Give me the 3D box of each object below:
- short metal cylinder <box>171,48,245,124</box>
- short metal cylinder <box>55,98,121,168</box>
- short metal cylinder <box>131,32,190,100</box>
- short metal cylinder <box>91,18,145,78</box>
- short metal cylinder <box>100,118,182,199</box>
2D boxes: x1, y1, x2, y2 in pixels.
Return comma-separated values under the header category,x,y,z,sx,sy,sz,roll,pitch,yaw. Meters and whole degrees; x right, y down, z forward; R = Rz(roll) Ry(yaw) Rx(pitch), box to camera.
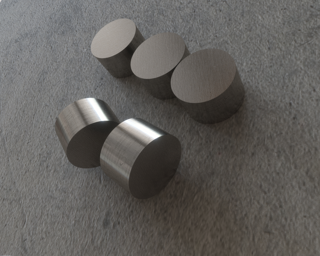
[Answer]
category,x,y,z,sx,sy,sz,roll,pitch,yaw
short metal cylinder,0.060,-0.052,0.387,0.080,0.050,0.080,-13,56,20
short metal cylinder,-0.091,0.007,0.410,0.080,0.080,0.050,-40,51,1
short metal cylinder,0.006,-0.087,0.437,0.080,0.050,0.080,-13,56,20
short metal cylinder,-0.062,-0.128,0.497,0.080,0.050,0.080,-13,56,20
short metal cylinder,-0.021,0.034,0.357,0.050,0.080,0.080,29,77,37
